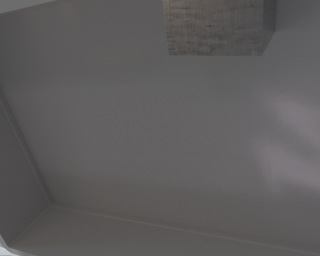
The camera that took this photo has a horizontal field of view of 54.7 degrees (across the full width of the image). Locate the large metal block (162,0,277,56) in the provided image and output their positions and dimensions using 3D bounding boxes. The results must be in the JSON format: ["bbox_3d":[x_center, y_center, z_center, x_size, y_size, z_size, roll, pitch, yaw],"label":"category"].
[{"bbox_3d":[0.058,-0.102,0.280,0.080,0.080,0.050,7,121,25],"label":"large metal block"}]
